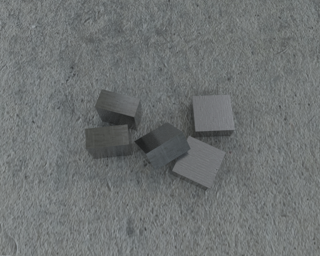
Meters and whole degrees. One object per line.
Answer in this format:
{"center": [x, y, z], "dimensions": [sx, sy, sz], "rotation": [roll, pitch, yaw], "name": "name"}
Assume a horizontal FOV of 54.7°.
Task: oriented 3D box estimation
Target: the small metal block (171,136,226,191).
{"center": [0.048, 0.045, 0.392], "dimensions": [0.050, 0.025, 0.050], "rotation": [24, 72, 8], "name": "small metal block"}

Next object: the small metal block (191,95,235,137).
{"center": [0.069, -0.016, 0.414], "dimensions": [0.050, 0.025, 0.050], "rotation": [-3, 70, -1], "name": "small metal block"}

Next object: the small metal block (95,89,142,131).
{"center": [-0.052, -0.022, 0.402], "dimensions": [0.050, 0.050, 0.025], "rotation": [15, 71, 5], "name": "small metal block"}

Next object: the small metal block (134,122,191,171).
{"center": [0.002, 0.021, 0.385], "dimensions": [0.050, 0.050, 0.025], "rotation": [-30, 113, -11], "name": "small metal block"}

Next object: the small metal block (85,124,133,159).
{"center": [-0.062, 0.018, 0.388], "dimensions": [0.050, 0.050, 0.025], "rotation": [-6, 70, -2], "name": "small metal block"}
